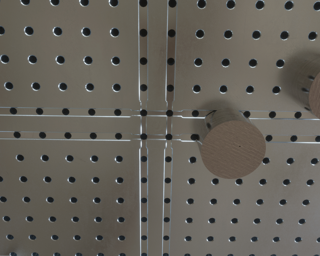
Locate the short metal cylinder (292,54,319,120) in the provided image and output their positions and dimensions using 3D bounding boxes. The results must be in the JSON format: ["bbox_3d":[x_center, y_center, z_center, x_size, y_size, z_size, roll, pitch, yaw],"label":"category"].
[{"bbox_3d":[0.214,-0.050,0.383,0.081,0.050,0.079,0,110,0],"label":"short metal cylinder"}]

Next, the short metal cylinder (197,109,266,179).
[{"bbox_3d":[0.091,0.020,0.408,0.081,0.050,0.079,0,110,0],"label":"short metal cylinder"}]
